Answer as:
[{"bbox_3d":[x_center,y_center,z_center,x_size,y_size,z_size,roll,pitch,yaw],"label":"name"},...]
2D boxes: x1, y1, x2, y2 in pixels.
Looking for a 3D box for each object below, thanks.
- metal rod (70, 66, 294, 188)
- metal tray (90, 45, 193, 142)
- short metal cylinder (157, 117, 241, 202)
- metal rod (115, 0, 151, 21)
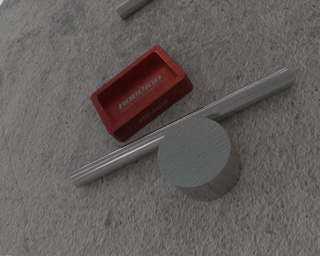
[{"bbox_3d":[0.018,0.005,0.391,0.300,0.025,0.025,-26,53,11],"label":"metal rod"},{"bbox_3d":[-0.029,-0.051,0.447,0.130,0.030,0.090,-37,51,3],"label":"metal tray"},{"bbox_3d":[0.044,0.035,0.343,0.080,0.050,0.080,-13,56,21],"label":"short metal cylinder"},{"bbox_3d":[0.048,-0.292,0.557,0.300,0.025,0.025,-34,52,5],"label":"metal rod"}]
